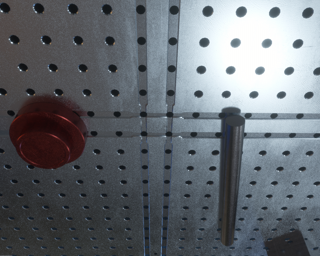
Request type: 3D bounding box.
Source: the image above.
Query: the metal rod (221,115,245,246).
[{"bbox_3d":[0.114,0.103,0.500,0.025,0.025,0.298,-5,130,4],"label":"metal rod"}]

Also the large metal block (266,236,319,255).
[{"bbox_3d":[0.277,0.272,0.630,0.080,0.050,0.080,-32,123,24],"label":"large metal block"}]

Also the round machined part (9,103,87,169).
[{"bbox_3d":[-0.150,0.017,0.414,0.099,0.042,0.097,0,130,0],"label":"round machined part"}]
